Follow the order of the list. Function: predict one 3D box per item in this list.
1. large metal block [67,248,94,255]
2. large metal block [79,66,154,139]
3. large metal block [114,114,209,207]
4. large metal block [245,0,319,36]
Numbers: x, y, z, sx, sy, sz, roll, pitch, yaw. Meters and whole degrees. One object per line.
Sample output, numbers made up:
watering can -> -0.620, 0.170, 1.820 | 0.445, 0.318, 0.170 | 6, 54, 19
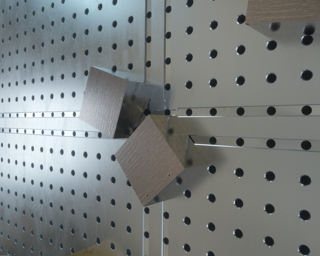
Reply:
large metal block -> -0.129, 0.258, 0.496 | 0.080, 0.050, 0.079 | 41, 115, 32
large metal block -> -0.064, -0.037, 0.444 | 0.080, 0.050, 0.079 | 26, 106, 36
large metal block -> -0.001, 0.040, 0.392 | 0.080, 0.050, 0.080 | -48, 62, 29
large metal block -> 0.132, -0.131, 0.283 | 0.080, 0.050, 0.079 | 13, 98, 39
